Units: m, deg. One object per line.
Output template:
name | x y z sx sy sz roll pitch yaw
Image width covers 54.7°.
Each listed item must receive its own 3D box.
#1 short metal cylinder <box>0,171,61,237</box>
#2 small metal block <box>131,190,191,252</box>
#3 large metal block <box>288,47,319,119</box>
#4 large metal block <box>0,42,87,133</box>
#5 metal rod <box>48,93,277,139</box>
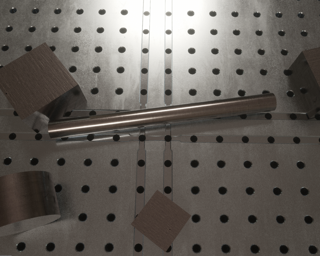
short metal cylinder | -0.159 0.086 0.349 0.081 0.080 0.050 -17 71 -6
small metal block | 0.001 0.111 0.371 0.050 0.025 0.050 36 74 11
large metal block | 0.238 -0.067 0.426 0.081 0.050 0.080 -13 71 -5
large metal block | -0.160 -0.053 0.416 0.080 0.050 0.080 -36 74 -13
metal rod | 0.006 -0.017 0.417 0.302 0.025 0.025 -7 70 -3
